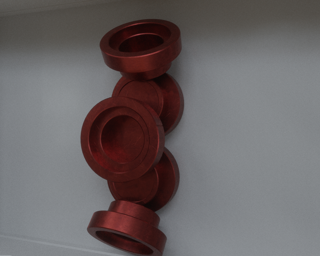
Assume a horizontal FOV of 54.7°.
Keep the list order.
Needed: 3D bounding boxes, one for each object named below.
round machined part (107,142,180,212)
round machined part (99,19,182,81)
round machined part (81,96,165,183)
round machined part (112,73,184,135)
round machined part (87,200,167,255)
[{"bbox_3d":[-0.027,0.065,0.408,0.098,0.042,0.097,0,90,19],"label":"round machined part"},{"bbox_3d":[-0.022,-0.095,0.387,0.098,0.098,0.042,8,135,19],"label":"round machined part"},{"bbox_3d":[-0.040,0.013,0.367,0.098,0.042,0.097,0,90,19],"label":"round machined part"},{"bbox_3d":[-0.021,-0.033,0.406,0.098,0.042,0.097,0,90,19],"label":"round machined part"},{"bbox_3d":[-0.038,0.126,0.393,0.098,0.098,0.042,7,55,19],"label":"round machined part"}]
